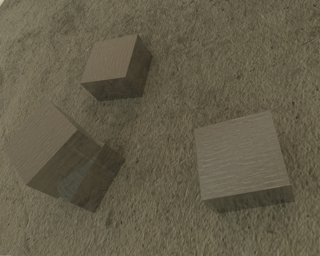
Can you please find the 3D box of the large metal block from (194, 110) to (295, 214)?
[{"bbox_3d":[0.085,0.037,0.320,0.080,0.050,0.080,-15,56,19],"label":"large metal block"}]

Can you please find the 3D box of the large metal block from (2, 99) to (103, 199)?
[{"bbox_3d":[-0.131,0.024,0.378,0.080,0.050,0.080,-49,51,-6],"label":"large metal block"}]

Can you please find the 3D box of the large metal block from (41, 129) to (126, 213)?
[{"bbox_3d":[-0.107,0.054,0.411,0.080,0.050,0.080,18,71,35],"label":"large metal block"}]

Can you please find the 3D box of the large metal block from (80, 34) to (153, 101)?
[{"bbox_3d":[-0.065,-0.091,0.478,0.080,0.050,0.080,-3,60,27],"label":"large metal block"}]
